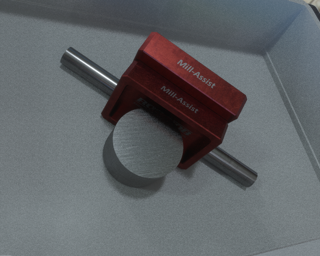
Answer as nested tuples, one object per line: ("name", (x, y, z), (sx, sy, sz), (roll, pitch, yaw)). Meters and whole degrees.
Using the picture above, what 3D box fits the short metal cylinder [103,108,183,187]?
("short metal cylinder", (-0.020, 0.024, 0.356), (0.081, 0.050, 0.080), (9, 66, -19))

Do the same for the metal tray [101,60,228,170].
("metal tray", (0.003, -0.010, 0.371), (0.130, 0.090, 0.030), (34, 51, -7))

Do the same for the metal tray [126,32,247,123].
("metal tray", (0.026, -0.047, 0.374), (0.130, 0.090, 0.030), (34, 68, -7))

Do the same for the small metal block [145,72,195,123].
("small metal block", (0.015, -0.043, 0.440), (0.050, 0.025, 0.050), (35, 51, -5))

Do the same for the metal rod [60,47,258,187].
("metal rod", (0.003, -0.011, 0.415), (0.301, 0.025, 0.025), (34, 51, -6))
